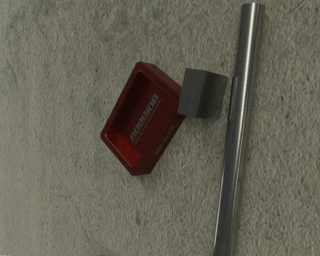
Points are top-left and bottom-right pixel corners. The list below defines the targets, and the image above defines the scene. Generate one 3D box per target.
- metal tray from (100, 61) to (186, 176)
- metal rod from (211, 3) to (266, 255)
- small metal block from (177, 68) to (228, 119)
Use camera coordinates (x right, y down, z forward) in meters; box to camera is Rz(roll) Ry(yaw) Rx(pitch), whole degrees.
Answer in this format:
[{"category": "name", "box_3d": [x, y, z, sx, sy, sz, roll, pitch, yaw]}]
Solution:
[{"category": "metal tray", "box_3d": [-0.022, -0.011, 0.417, 0.090, 0.030, 0.129, 45, 116, 30]}, {"category": "metal rod", "box_3d": [0.082, 0.021, 0.335, 0.025, 0.025, 0.298, 10, 96, 39]}, {"category": "small metal block", "box_3d": [0.049, -0.038, 0.347, 0.025, 0.050, 0.050, 17, 101, 38]}]
